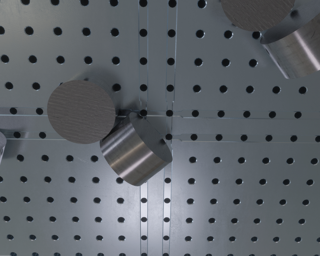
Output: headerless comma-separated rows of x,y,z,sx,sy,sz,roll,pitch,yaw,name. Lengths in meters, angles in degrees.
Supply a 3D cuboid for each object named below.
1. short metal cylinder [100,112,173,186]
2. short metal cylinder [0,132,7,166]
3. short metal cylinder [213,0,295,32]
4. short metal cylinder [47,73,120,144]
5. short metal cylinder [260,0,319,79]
-0.029,0.026,0.393,0.050,0.080,0.080,-40,106,13,short metal cylinder
-0.245,0.032,0.393,0.080,0.080,0.050,21,109,-8,short metal cylinder
0.103,-0.151,0.345,0.081,0.050,0.079,0,110,0,short metal cylinder
-0.093,-0.026,0.389,0.081,0.050,0.079,0,110,0,short metal cylinder
0.162,-0.100,0.348,0.080,0.080,0.050,-37,106,12,short metal cylinder
